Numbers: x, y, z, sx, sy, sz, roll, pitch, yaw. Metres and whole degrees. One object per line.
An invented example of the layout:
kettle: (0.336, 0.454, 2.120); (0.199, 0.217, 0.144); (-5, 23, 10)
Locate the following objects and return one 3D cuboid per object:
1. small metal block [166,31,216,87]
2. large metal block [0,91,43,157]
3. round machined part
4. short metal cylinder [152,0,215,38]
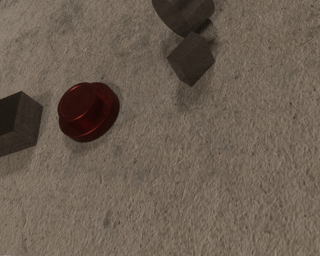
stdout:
small metal block: (0.043, -0.093, 0.421); (0.050, 0.050, 0.025); (-48, 52, -5)
large metal block: (-0.251, -0.005, 0.520); (0.080, 0.050, 0.080); (-17, 55, 18)
round machined part: (-0.114, -0.030, 0.470); (0.098, 0.042, 0.098); (-13, 56, 20)
short metal cylinder: (0.034, -0.181, 0.461); (0.050, 0.080, 0.080); (-47, 52, -4)
